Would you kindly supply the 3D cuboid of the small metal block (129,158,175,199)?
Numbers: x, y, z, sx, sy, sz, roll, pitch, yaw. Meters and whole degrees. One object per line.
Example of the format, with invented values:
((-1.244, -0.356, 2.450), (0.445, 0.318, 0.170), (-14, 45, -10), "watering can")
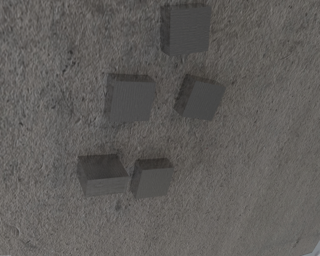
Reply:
((-0.012, 0.072, 0.445), (0.050, 0.025, 0.050), (-1, 119, -28), "small metal block")

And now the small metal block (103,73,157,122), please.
((-0.036, -0.035, 0.365), (0.050, 0.025, 0.050), (-2, 120, -28), "small metal block")

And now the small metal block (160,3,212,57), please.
((0.029, -0.113, 0.353), (0.050, 0.025, 0.050), (-14, 124, -21), "small metal block")

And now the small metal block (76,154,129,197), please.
((-0.073, 0.058, 0.387), (0.050, 0.050, 0.025), (-1, 119, -28), "small metal block")

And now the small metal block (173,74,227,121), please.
((0.052, -0.040, 0.411), (0.050, 0.025, 0.050), (7, 115, -32), "small metal block")
